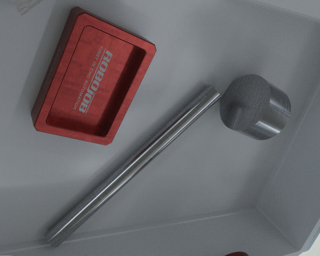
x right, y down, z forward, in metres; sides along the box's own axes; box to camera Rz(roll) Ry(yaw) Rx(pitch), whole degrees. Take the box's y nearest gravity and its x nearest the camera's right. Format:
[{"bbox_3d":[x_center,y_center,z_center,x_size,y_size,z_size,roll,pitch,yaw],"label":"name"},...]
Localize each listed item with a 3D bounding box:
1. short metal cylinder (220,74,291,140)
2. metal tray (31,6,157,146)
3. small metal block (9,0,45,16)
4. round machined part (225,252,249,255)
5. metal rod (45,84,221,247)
[{"bbox_3d":[0.131,-0.028,0.430,0.050,0.080,0.080,21,107,-36],"label":"short metal cylinder"},{"bbox_3d":[-0.072,-0.050,0.336,0.091,0.030,0.129,16,110,-35],"label":"metal tray"},{"bbox_3d":[-0.106,-0.124,0.259,0.050,0.050,0.025,-37,130,-4],"label":"small metal block"},{"bbox_3d":[0.103,0.230,0.446,0.099,0.042,0.097,-14,125,-21],"label":"round machined part"},{"bbox_3d":[-0.036,0.051,0.421,0.300,0.025,0.025,-42,130,1],"label":"metal rod"}]
